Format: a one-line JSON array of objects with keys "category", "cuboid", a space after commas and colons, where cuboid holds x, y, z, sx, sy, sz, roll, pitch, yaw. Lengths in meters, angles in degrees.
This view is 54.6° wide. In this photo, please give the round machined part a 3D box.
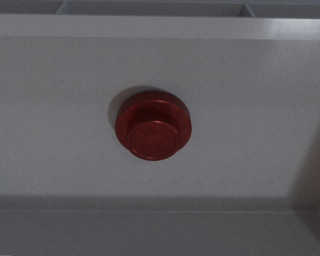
[{"category": "round machined part", "cuboid": [-0.008, 0.005, 0.398, 0.099, 0.042, 0.097, 0, 130, 0]}]
